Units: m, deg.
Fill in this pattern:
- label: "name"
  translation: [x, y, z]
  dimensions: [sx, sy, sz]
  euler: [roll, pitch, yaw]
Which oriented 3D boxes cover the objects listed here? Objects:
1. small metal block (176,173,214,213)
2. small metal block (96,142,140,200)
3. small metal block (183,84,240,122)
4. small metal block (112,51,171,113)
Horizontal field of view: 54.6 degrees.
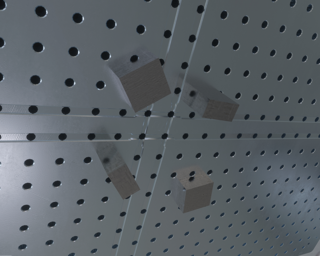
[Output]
- label: "small metal block"
  translation: [0.056, 0.106, 0.507]
  dimensions: [0.050, 0.025, 0.050]
  euler: [-10, 123, -23]
- label: "small metal block"
  translation: [-0.054, 0.055, 0.399]
  dimensions: [0.025, 0.050, 0.050]
  euler: [-30, 128, -9]
- label: "small metal block"
  translation: [0.067, -0.033, 0.410]
  dimensions: [0.050, 0.050, 0.025]
  euler: [6, 115, -31]
- label: "small metal block"
  translation: [-0.021, -0.054, 0.366]
  dimensions: [0.050, 0.025, 0.050]
  euler: [-30, 128, -9]
